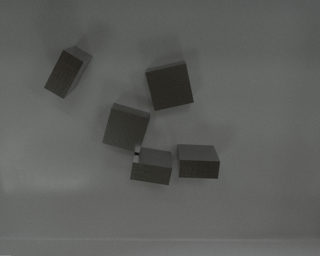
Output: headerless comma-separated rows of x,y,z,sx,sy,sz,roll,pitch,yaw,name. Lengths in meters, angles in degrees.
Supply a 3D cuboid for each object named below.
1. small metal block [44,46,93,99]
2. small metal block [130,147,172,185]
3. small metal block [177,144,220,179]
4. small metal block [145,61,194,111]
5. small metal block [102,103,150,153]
-0.109,-0.068,0.372,0.025,0.050,0.050,31,107,-11,small metal block
-0.011,0.050,0.416,0.050,0.050,0.025,10,110,-4,small metal block
0.050,0.044,0.414,0.050,0.050,0.025,2,110,-1,small metal block
0.012,-0.054,0.391,0.050,0.025,0.050,-12,110,4,small metal block
-0.044,0.000,0.411,0.050,0.025,0.050,16,109,-6,small metal block
